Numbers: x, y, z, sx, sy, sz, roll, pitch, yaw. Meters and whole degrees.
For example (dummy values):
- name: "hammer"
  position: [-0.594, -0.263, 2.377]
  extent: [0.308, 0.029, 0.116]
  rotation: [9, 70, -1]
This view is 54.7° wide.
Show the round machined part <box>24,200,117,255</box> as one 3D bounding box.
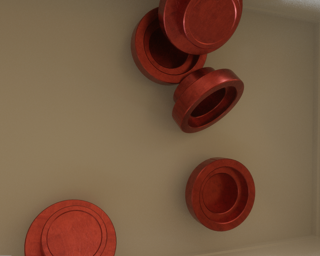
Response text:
- name: "round machined part"
  position: [-0.096, 0.125, 0.342]
  extent: [0.099, 0.042, 0.098]
  rotation: [12, 53, -16]

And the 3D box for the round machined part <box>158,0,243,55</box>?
- name: "round machined part"
  position: [0.051, -0.130, 0.353]
  extent: [0.099, 0.042, 0.097]
  rotation: [-11, 126, -15]

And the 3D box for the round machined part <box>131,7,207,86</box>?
- name: "round machined part"
  position: [0.009, -0.104, 0.406]
  extent: [0.099, 0.042, 0.097]
  rotation: [0, 90, -20]

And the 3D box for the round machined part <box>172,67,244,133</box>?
- name: "round machined part"
  position: [0.057, -0.041, 0.404]
  extent: [0.099, 0.098, 0.042]
  rotation: [-25, 63, -18]

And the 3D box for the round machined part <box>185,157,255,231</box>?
- name: "round machined part"
  position: [0.079, 0.089, 0.433]
  extent: [0.099, 0.042, 0.097]
  rotation: [0, 90, -21]
